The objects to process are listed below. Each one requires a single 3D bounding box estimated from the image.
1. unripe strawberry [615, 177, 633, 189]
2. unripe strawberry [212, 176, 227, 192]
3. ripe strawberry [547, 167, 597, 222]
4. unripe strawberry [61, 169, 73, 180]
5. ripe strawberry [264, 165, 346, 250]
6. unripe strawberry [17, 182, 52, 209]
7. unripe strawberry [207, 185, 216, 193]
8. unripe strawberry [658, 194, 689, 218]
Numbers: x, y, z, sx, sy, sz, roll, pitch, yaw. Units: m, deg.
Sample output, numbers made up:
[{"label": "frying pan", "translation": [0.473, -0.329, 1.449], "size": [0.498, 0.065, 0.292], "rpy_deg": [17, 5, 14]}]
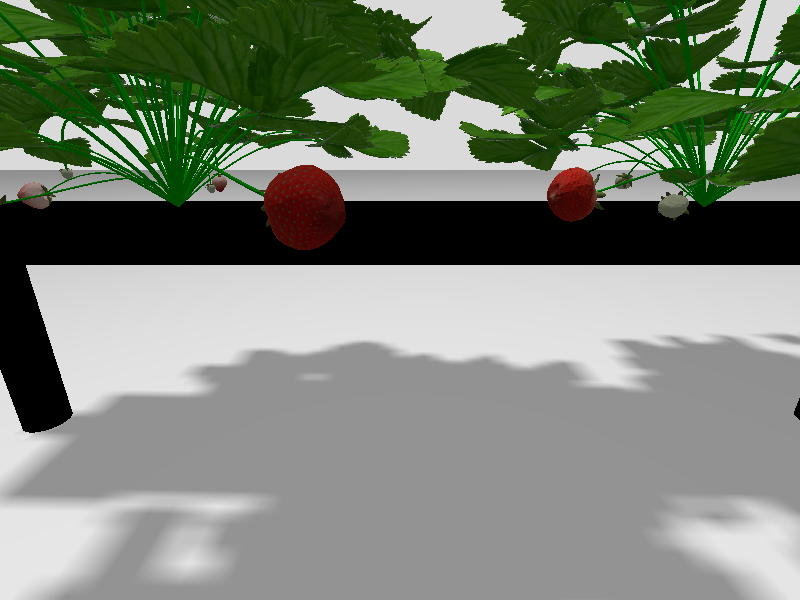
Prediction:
[{"label": "unripe strawberry", "translation": [0.293, -0.154, 0.525], "size": [0.021, 0.018, 0.021], "rpy_deg": [3, -13, 9]}, {"label": "unripe strawberry", "translation": [-0.232, -0.149, 0.515], "size": [0.018, 0.019, 0.019], "rpy_deg": [-4, 20, -12]}, {"label": "ripe strawberry", "translation": [0.108, -0.067, 0.255], "size": [0.032, 0.033, 0.029], "rpy_deg": [-11, 22, -28]}, {"label": "unripe strawberry", "translation": [-0.376, -0.142, 0.453], "size": [0.011, 0.011, 0.011], "rpy_deg": [12, 23, 32]}, {"label": "ripe strawberry", "translation": [-0.040, -0.040, 0.178], "size": [0.036, 0.038, 0.039], "rpy_deg": [-16, 26, -39]}, {"label": "unripe strawberry", "translation": [-0.301, -0.085, 0.329], "size": [0.021, 0.021, 0.020], "rpy_deg": [-9, 20, -3]}, {"label": "unripe strawberry", "translation": [-0.207, -0.122, 0.440], "size": [0.009, 0.010, 0.010], "rpy_deg": [-3, 20, -9]}, {"label": "unripe strawberry", "translation": [0.184, -0.063, 0.270], "size": [0.016, 0.016, 0.017], "rpy_deg": [-18, 26, -41]}]
